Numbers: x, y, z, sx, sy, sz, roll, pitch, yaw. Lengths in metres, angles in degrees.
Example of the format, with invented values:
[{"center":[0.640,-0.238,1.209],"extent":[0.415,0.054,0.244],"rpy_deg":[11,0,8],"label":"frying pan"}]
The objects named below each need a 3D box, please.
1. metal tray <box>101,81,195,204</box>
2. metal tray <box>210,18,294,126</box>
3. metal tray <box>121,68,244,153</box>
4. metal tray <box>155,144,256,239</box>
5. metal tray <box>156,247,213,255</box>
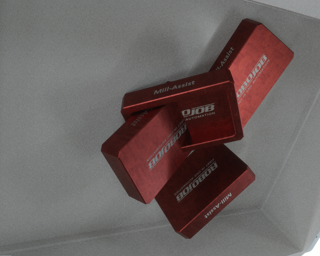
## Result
[{"center":[-0.001,0.015,0.378],"extent":[0.131,0.030,0.090],"rpy_deg":[-47,133,-29],"label":"metal tray"},{"center":[0.113,-0.069,0.425],"extent":[0.090,0.030,0.129],"rpy_deg":[23,106,-37],"label":"metal tray"},{"center":[0.029,-0.013,0.378],"extent":[0.130,0.030,0.090],"rpy_deg":[-14,129,10],"label":"metal tray"},{"center":[0.059,0.082,0.449],"extent":[0.130,0.090,0.030],"rpy_deg":[-43,129,1],"label":"metal tray"},{"center":[0.038,0.277,0.600],"extent":[0.131,0.030,0.090],"rpy_deg":[19,109,-36],"label":"metal tray"}]
